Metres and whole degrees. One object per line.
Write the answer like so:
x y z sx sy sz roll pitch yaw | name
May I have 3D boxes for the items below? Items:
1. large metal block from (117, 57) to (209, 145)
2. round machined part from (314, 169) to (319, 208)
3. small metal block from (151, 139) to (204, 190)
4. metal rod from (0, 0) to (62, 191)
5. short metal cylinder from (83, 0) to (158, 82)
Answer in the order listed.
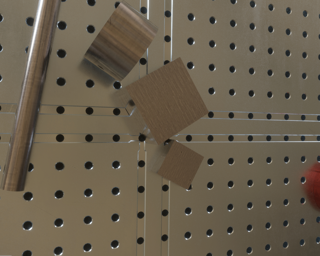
0.003 -0.034 0.401 0.080 0.050 0.080 -32 101 -17 | large metal block
0.314 0.104 0.522 0.099 0.042 0.097 0 90 -21 | round machined part
0.024 0.049 0.423 0.050 0.025 0.050 31 80 -18 | small metal block
-0.142 -0.078 0.360 0.025 0.025 0.298 11 86 -20 | metal rod
-0.046 -0.102 0.367 0.050 0.080 0.080 35 79 -17 | short metal cylinder
